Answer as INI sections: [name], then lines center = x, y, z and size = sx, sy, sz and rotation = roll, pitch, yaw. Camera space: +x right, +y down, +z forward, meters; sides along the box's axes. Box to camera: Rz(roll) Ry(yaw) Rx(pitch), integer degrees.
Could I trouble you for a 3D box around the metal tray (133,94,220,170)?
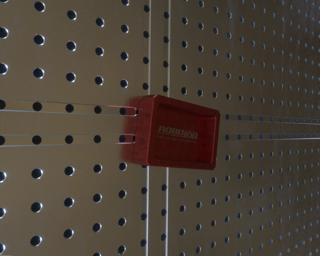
[metal tray]
center = 0.028, 0.010, 0.431
size = 0.131, 0.030, 0.089
rotation = 10, 84, -40
